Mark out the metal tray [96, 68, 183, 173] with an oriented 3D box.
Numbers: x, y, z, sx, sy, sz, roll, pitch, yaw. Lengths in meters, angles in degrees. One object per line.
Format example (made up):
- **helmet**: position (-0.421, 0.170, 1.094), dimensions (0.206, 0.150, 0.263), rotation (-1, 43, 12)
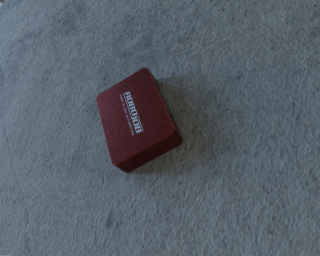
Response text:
- **metal tray**: position (-0.033, -0.014, 0.428), dimensions (0.090, 0.030, 0.130), rotation (-29, 52, 9)
